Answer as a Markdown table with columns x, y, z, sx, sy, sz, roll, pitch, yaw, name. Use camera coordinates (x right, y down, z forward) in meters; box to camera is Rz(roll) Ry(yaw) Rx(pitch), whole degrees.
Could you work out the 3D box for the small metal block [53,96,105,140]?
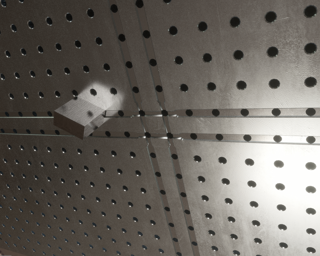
| x | y | z | sx | sy | sz | roll | pitch | yaw | name |
| --- | --- | --- | --- | --- | --- | --- | --- | --- | --- |
| -0.115 | -0.015 | 0.444 | 0.050 | 0.050 | 0.025 | 26 | 127 | 12 | small metal block |
